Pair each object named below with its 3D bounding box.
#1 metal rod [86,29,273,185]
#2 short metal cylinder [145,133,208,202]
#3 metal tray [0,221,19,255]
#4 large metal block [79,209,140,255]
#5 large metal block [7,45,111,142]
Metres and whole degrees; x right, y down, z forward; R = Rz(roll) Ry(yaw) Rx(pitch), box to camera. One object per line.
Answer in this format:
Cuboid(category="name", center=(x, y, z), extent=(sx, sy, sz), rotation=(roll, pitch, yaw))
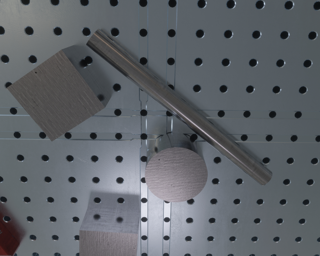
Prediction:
Cuboid(category="metal rod", center=(0.034, -0.019, 0.406), extent=(0.301, 0.025, 0.025), rotation=(38, 106, -13))
Cuboid(category="short metal cylinder", center=(0.021, 0.052, 0.419), extent=(0.081, 0.050, 0.079), rotation=(0, 110, 0))
Cuboid(category="metal tray", center=(-0.291, 0.159, 0.467), extent=(0.090, 0.030, 0.130), rotation=(-25, 108, 9))
Cuboid(category="large metal block", center=(-0.074, 0.171, 0.463), extent=(0.081, 0.050, 0.079), rotation=(5, 110, -2))
Cuboid(category="large metal block", center=(-0.120, -0.044, 0.383), extent=(0.080, 0.050, 0.080), rotation=(-31, 107, 11))
